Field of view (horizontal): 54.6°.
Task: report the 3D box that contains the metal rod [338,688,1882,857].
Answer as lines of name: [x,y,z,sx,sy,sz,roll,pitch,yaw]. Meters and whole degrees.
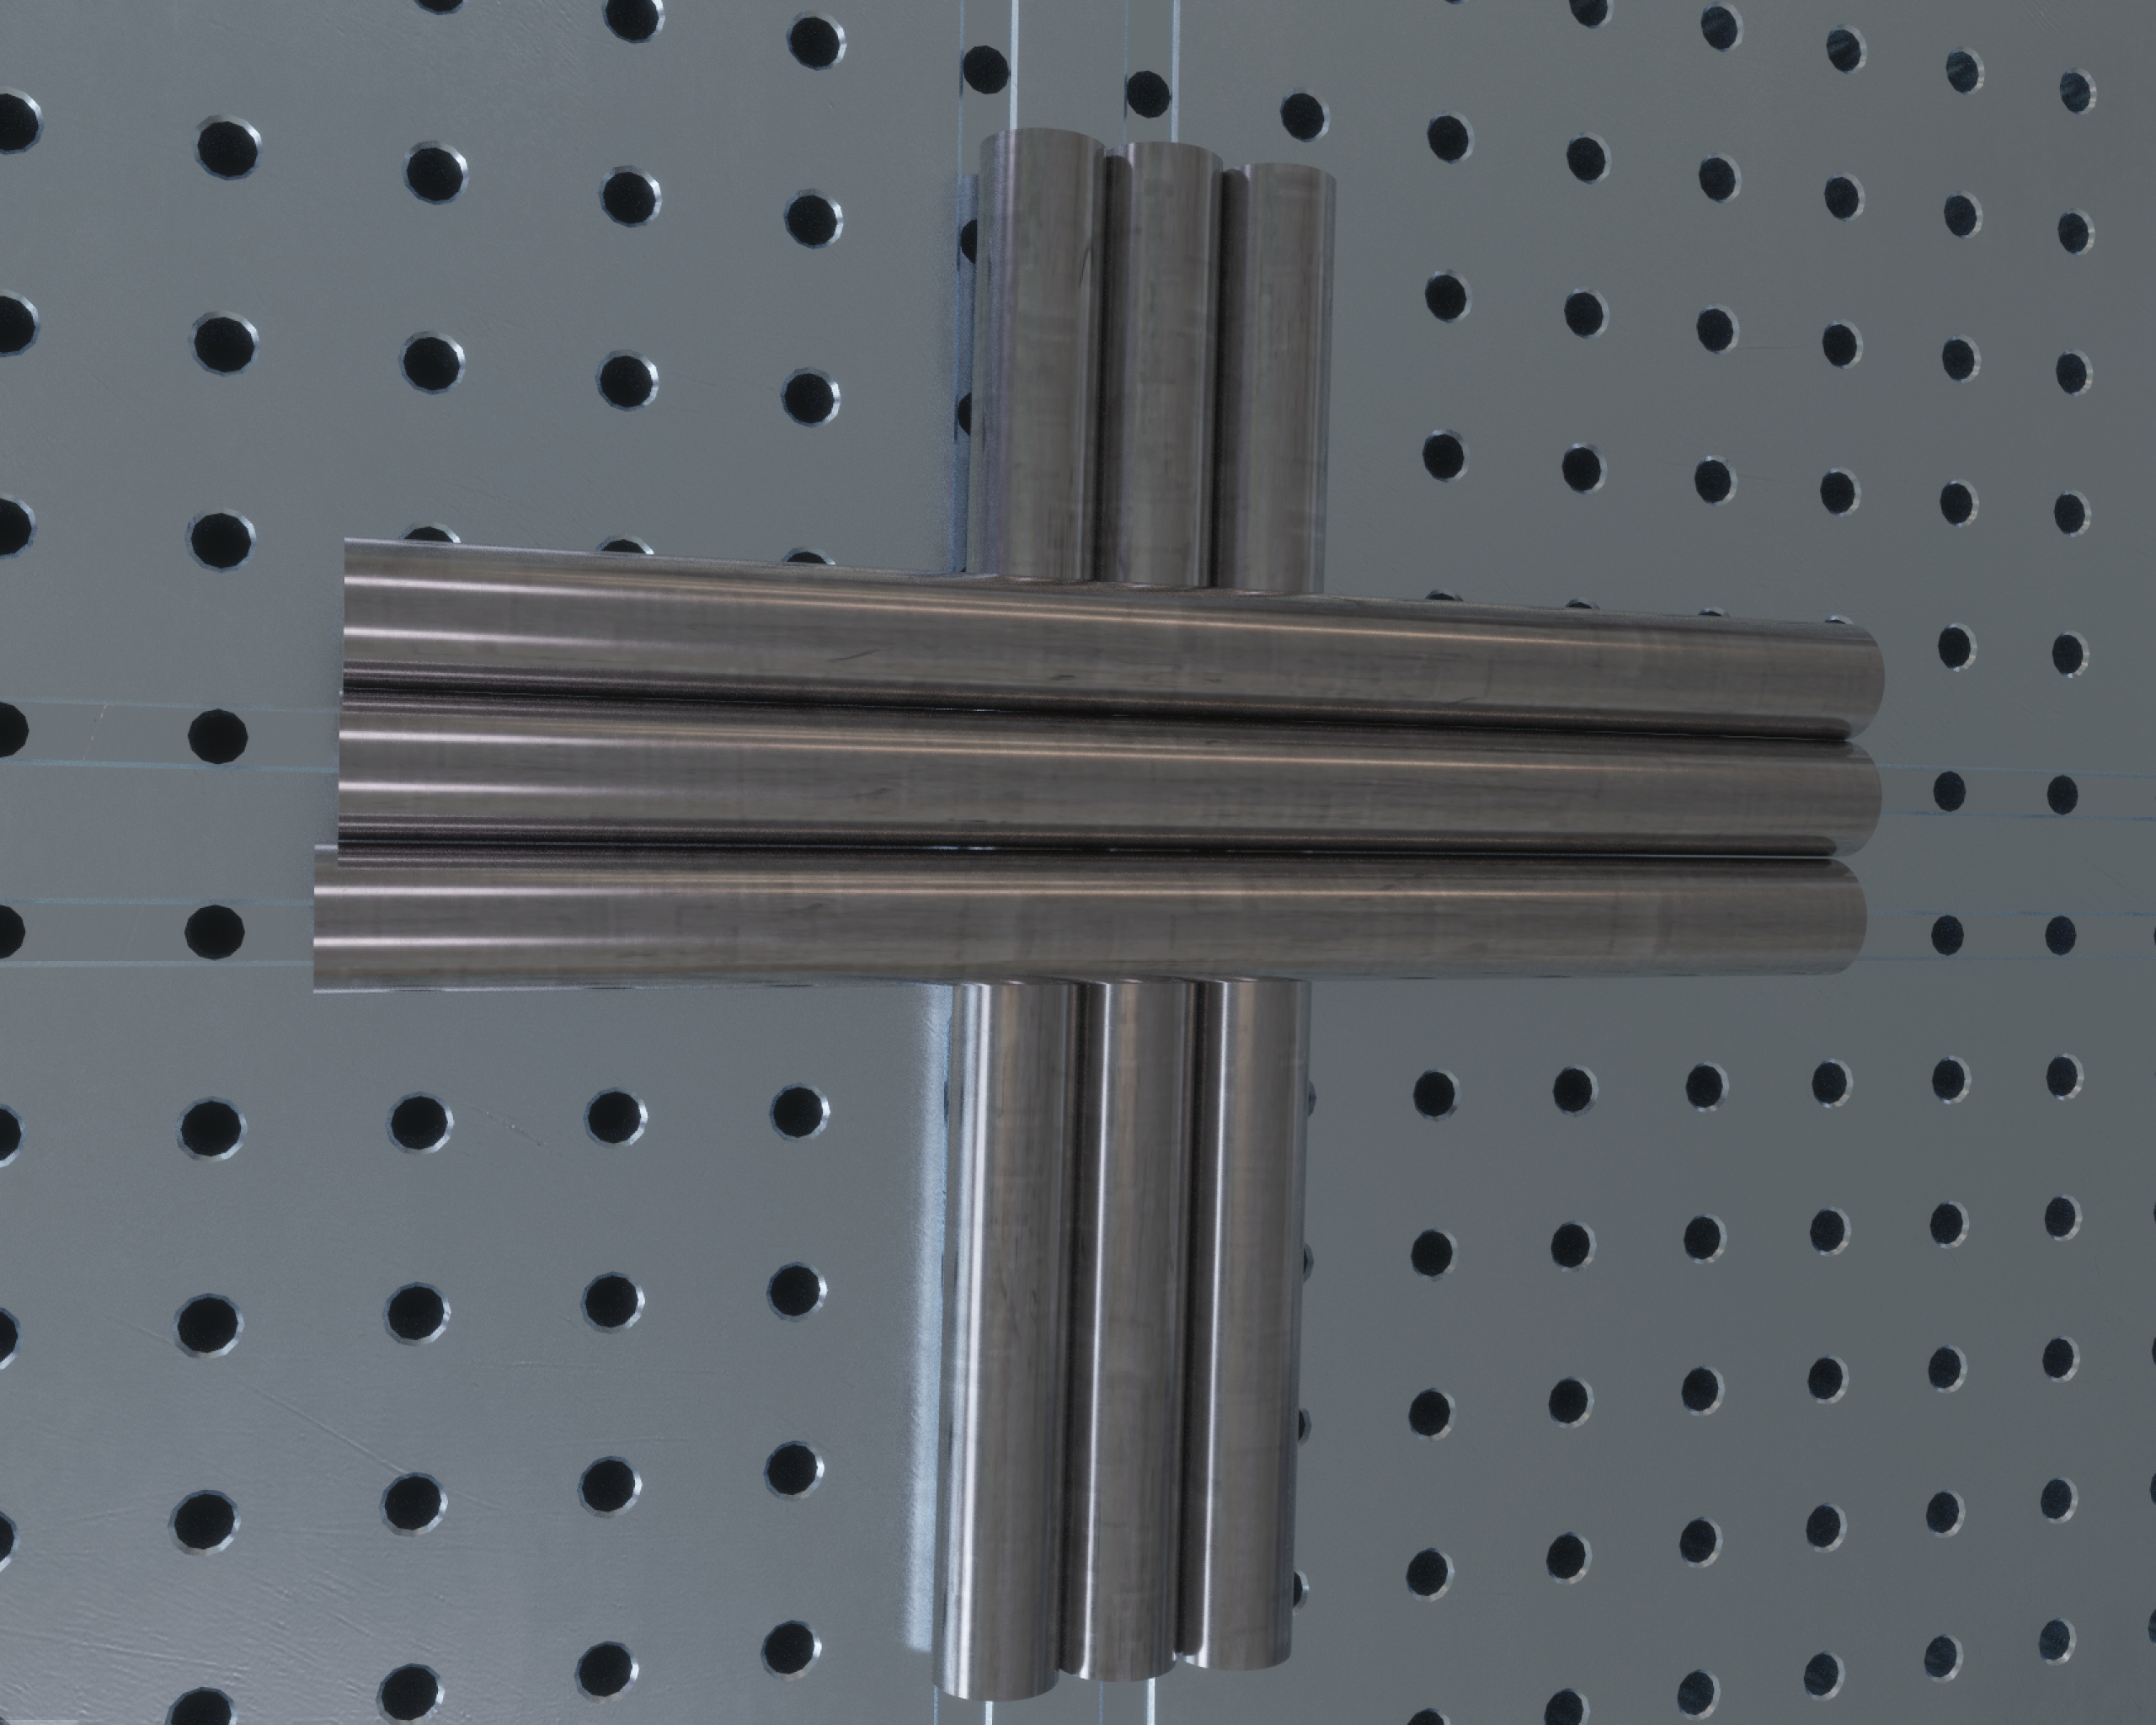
metal rod: [0.021,-0.015,0.393,0.302,0.025,0.025,1,90,-20]

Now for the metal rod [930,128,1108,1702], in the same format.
metal rod: [-0.011,0.009,0.408,0.025,0.025,0.298,2,89,-20]

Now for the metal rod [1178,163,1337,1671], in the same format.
metal rod: [0.036,0.010,0.425,0.025,0.025,0.298,2,89,-20]

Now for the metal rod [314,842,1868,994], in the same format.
metal rod: [0.017,0.010,0.392,0.302,0.025,0.025,1,90,-20]

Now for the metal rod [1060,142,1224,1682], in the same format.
metal rod: [0.012,0.009,0.417,0.025,0.025,0.298,2,89,-20]

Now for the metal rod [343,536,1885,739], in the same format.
metal rod: [0.022,-0.040,0.394,0.302,0.025,0.025,1,90,-20]
